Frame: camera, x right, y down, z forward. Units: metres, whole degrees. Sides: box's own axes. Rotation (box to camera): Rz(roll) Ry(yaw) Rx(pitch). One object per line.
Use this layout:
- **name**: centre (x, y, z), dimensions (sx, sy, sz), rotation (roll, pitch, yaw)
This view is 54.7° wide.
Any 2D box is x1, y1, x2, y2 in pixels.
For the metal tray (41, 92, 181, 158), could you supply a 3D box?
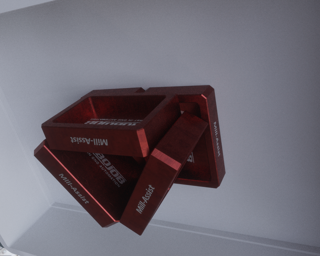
- **metal tray**: centre (-0.053, -0.008, 0.347), dimensions (0.130, 0.090, 0.030), rotation (2, 120, 27)

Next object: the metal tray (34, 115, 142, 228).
- **metal tray**: centre (-0.082, 0.050, 0.399), dimensions (0.130, 0.090, 0.030), rotation (49, 129, -7)

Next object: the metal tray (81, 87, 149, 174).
- **metal tray**: centre (-0.052, 0.010, 0.439), dimensions (0.090, 0.030, 0.129), rotation (1, 118, 28)

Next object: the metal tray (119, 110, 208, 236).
- **metal tray**: centre (0.003, 0.052, 0.355), dimensions (0.030, 0.090, 0.129), rotation (31, 129, 8)

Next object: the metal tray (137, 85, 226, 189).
- **metal tray**: centre (0.029, 0.012, 0.396), dimensions (0.090, 0.030, 0.129), rotation (1, 118, 28)
